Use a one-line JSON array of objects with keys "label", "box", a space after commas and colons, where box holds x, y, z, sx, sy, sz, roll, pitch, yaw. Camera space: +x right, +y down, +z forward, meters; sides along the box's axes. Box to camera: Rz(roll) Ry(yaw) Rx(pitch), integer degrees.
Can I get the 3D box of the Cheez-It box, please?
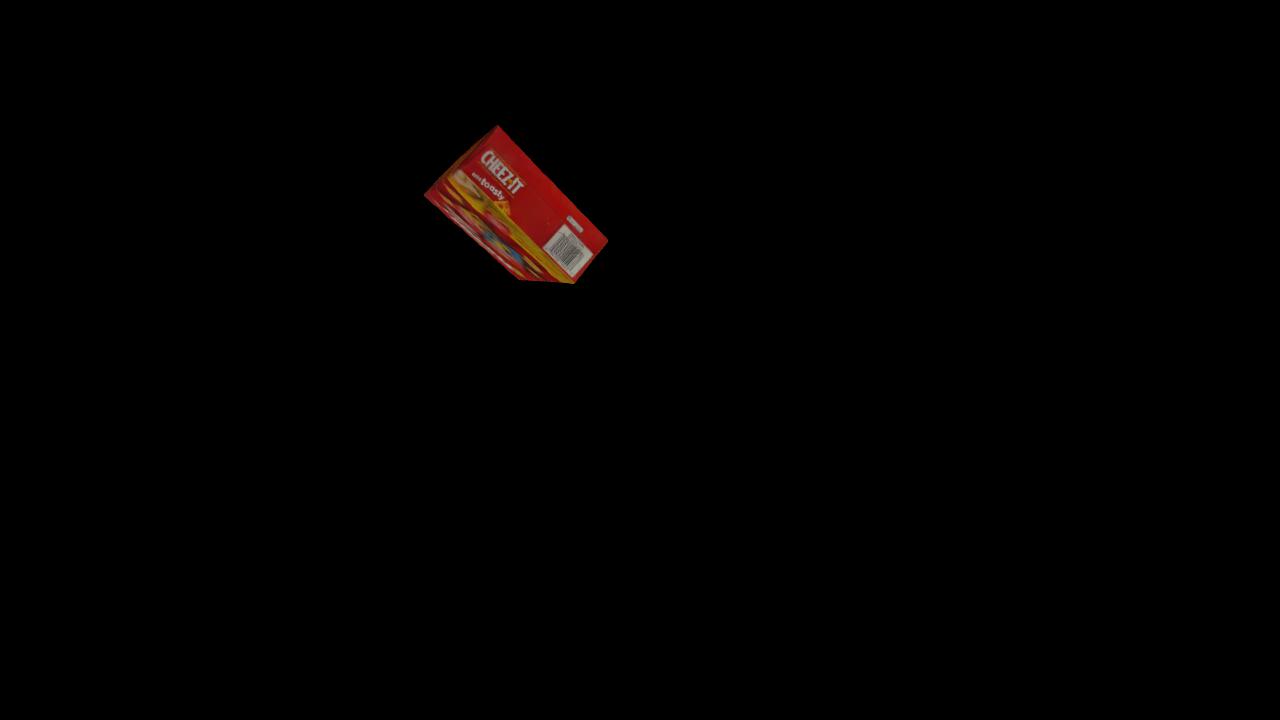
[{"label": "Cheez-It box", "box": [-0.153, -0.168, 0.723, 0.166, 0.071, 0.223, 43, -13, -25]}]
